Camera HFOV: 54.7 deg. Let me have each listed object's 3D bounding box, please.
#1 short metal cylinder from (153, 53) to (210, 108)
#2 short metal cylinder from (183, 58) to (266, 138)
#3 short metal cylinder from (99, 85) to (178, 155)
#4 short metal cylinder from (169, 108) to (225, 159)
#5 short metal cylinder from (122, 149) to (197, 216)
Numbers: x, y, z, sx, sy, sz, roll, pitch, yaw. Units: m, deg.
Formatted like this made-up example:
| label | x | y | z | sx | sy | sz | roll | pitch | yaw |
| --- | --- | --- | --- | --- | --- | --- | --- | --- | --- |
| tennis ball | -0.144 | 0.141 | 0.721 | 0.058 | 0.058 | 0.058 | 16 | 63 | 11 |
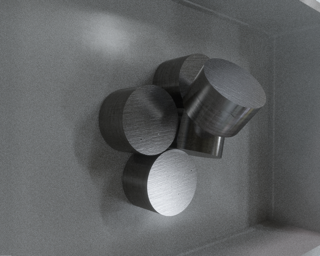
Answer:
| label | x | y | z | sx | sy | sz | roll | pitch | yaw |
| --- | --- | --- | --- | --- | --- | --- | --- | --- | --- |
| short metal cylinder | 0.038 | -0.057 | 0.422 | 0.081 | 0.050 | 0.079 | 0 | 90 | -40 |
| short metal cylinder | 0.074 | -0.036 | 0.361 | 0.081 | 0.050 | 0.080 | 17 | 44 | -17 |
| short metal cylinder | -0.025 | -0.009 | 0.369 | 0.081 | 0.050 | 0.079 | 0 | 90 | -40 |
| short metal cylinder | 0.045 | 0.009 | 0.409 | 0.081 | 0.080 | 0.050 | 17 | 79 | -39 |
| short metal cylinder | 0.000 | 0.065 | 0.390 | 0.081 | 0.050 | 0.079 | 0 | 90 | -40 |
